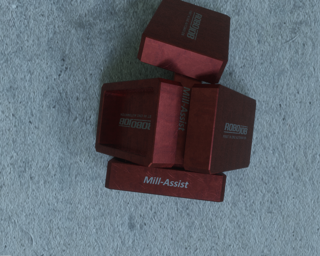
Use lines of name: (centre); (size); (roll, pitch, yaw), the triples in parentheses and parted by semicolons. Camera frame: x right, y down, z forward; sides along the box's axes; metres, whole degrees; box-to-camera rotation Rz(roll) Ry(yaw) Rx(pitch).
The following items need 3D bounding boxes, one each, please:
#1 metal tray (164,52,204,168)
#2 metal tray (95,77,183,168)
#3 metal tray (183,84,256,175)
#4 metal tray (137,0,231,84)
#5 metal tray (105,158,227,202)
metal tray: (0.026, -0.021, 0.378); (0.030, 0.090, 0.129); (7, 90, 0)
metal tray: (-0.030, -0.008, 0.362); (0.030, 0.130, 0.089); (6, 90, -37)
metal tray: (0.075, 0.003, 0.362); (0.030, 0.131, 0.089); (6, 91, 33)
metal tray: (0.034, -0.109, 0.365); (0.090, 0.130, 0.030); (18, 131, -1)
metal tray: (0.006, 0.058, 0.378); (0.131, 0.090, 0.030); (7, 90, -1)
